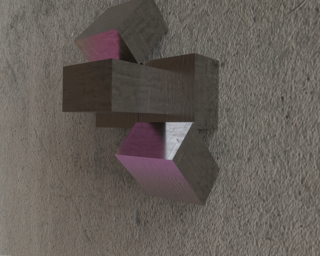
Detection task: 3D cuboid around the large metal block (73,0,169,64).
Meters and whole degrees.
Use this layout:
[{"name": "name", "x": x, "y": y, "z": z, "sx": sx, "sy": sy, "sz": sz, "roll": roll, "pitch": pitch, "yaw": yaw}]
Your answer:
[{"name": "large metal block", "x": -0.049, "y": -0.122, "z": 0.401, "sx": 0.080, "sy": 0.050, "sz": 0.080, "roll": 1, "pitch": 47, "yaw": 40}]

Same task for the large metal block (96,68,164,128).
[{"name": "large metal block", "x": -0.041, "y": -0.040, "z": 0.420, "sx": 0.080, "sy": 0.050, "sz": 0.079, "roll": 1, "pitch": 91, "yaw": 39}]

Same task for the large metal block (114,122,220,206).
[{"name": "large metal block", "x": 0.010, "y": 0.039, "z": 0.353, "sx": 0.080, "sy": 0.080, "sz": 0.050, "roll": 1, "pitch": 47, "yaw": 39}]

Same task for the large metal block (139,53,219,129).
[{"name": "large metal block", "x": 0.021, "y": -0.040, "z": 0.369, "sx": 0.080, "sy": 0.050, "sz": 0.079, "roll": 1, "pitch": 91, "yaw": 39}]

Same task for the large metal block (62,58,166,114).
[{"name": "large metal block", "x": -0.050, "y": -0.042, "z": 0.345, "sx": 0.080, "sy": 0.081, "sz": 0.050, "roll": 2, "pitch": 91, "yaw": 39}]
